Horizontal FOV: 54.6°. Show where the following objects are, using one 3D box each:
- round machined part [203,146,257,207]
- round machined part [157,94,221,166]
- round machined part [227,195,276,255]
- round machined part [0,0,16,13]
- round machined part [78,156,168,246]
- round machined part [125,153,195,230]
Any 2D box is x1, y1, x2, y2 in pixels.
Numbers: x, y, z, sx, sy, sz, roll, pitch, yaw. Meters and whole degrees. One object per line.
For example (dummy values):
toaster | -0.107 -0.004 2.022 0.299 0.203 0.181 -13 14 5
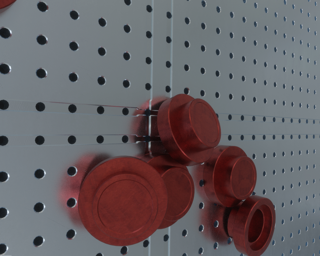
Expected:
round machined part | 0.118 0.078 0.496 0.099 0.042 0.097 0 90 -40
round machined part | 0.045 -0.001 0.415 0.098 0.042 0.098 25 55 -40
round machined part | 0.150 0.160 0.519 0.099 0.042 0.097 -6 98 -42
round machined part | -0.162 -0.149 0.262 0.099 0.042 0.097 0 90 -40
round machined part | -0.039 0.081 0.338 0.099 0.042 0.097 0 90 -11
round machined part | 0.007 0.083 0.403 0.099 0.042 0.097 0 90 -40
